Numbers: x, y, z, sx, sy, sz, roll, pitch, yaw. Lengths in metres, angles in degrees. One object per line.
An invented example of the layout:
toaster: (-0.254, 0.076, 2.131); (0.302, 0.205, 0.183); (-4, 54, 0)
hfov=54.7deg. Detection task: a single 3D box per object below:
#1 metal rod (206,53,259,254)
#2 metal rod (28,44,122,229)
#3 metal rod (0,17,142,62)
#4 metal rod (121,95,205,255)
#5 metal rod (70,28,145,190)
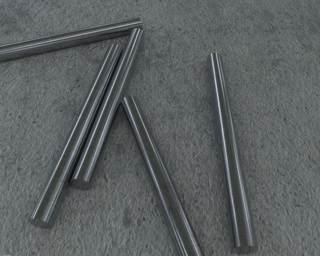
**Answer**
metal rod: (0.085, 0.005, 0.399); (0.025, 0.025, 0.300); (1, 50, 0)
metal rod: (-0.098, -0.014, 0.414); (0.025, 0.025, 0.300); (7, 50, 6)
metal rod: (-0.177, -0.146, 0.524); (0.302, 0.025, 0.025); (-17, 52, -14)
metal rod: (0.007, 0.072, 0.342); (0.025, 0.025, 0.300); (-15, 52, -12)
metal rod: (-0.064, -0.049, 0.443); (0.025, 0.025, 0.300); (7, 50, 6)
